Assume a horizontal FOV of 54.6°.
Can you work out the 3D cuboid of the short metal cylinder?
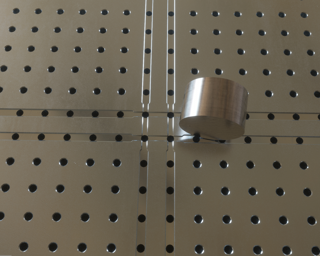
[{"bbox_3d":[0.068,-0.022,0.391,0.080,0.080,0.050,10,71,4],"label":"short metal cylinder"}]
